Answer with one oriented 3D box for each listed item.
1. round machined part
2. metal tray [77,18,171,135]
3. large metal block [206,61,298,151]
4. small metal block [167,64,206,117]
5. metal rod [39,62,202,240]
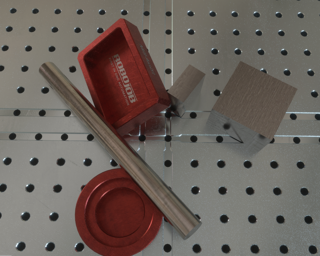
[{"bbox_3d":[-0.046,0.100,0.366,0.099,0.042,0.098,0,70,-1],"label":"round machined part"},{"bbox_3d":[-0.051,-0.065,0.408,0.090,0.030,0.130,-32,70,24],"label":"metal tray"},{"bbox_3d":[0.119,-0.028,0.410,0.080,0.050,0.080,29,72,10],"label":"large metal block"},{"bbox_3d":[0.034,-0.049,0.417,0.025,0.050,0.050,35,74,11],"label":"small metal block"},{"bbox_3d":[-0.064,0.010,0.375,0.025,0.025,0.300,-39,63,-13],"label":"metal rod"}]
